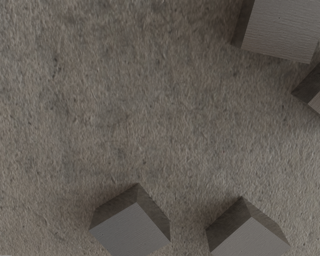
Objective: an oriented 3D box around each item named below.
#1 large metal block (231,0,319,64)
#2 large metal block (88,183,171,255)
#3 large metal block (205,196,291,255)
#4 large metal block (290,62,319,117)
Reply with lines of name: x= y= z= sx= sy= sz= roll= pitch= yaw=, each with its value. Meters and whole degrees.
large metal block: x=0.136 y=-0.124 z=0.353 sx=0.081 sy=0.050 sz=0.079 roll=11 pitch=110 yaw=-5
large metal block: x=-0.041 y=0.140 z=0.448 sx=0.080 sy=0.050 sz=0.080 roll=-33 pitch=107 yaw=11
large metal block: x=0.127 y=0.163 z=0.458 sx=0.080 sy=0.050 sz=0.080 roll=38 pitch=105 yaw=-13
large metal block: x=0.229 y=-0.044 z=0.384 sx=0.080 sy=0.050 sz=0.080 roll=35 pitch=106 yaw=-13
